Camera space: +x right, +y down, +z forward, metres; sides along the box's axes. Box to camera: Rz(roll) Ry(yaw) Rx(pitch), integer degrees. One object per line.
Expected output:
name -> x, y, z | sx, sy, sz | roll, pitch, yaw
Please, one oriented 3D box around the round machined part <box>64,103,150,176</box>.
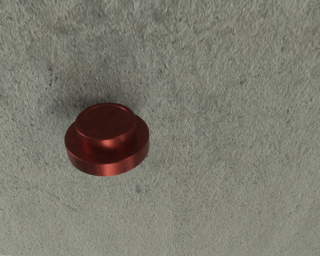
round machined part -> -0.062, 0.006, 0.364 | 0.099, 0.098, 0.042 | 1, 130, -1
